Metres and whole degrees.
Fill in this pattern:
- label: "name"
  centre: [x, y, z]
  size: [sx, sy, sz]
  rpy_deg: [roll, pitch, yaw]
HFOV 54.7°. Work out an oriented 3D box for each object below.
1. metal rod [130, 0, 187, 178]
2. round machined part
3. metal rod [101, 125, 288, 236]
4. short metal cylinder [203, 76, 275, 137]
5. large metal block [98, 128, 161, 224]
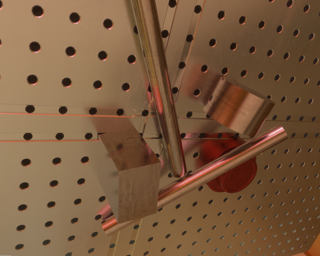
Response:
- label: "metal rod"
  centre: [0.001, -0.051, 0.381]
  size: [0.025, 0.025, 0.298]
  rpy_deg: [-24, 128, -14]
- label: "round machined part"
  centre: [0.120, 0.068, 0.511]
  size: [0.099, 0.042, 0.097]
  rpy_deg: [-14, 124, -21]
- label: "metal rod"
  centre: [0.051, 0.078, 0.463]
  size: [0.301, 0.025, 0.025]
  rpy_deg: [-29, 129, 0]
- label: "short metal cylinder"
  centre: [0.105, -0.030, 0.417]
  size: [0.081, 0.080, 0.050]
  rpy_deg: [14, 111, -35]
- label: "large metal block"
  centre: [-0.041, 0.058, 0.390]
  size: [0.050, 0.080, 0.079]
  rpy_deg: [-10, 123, -24]
